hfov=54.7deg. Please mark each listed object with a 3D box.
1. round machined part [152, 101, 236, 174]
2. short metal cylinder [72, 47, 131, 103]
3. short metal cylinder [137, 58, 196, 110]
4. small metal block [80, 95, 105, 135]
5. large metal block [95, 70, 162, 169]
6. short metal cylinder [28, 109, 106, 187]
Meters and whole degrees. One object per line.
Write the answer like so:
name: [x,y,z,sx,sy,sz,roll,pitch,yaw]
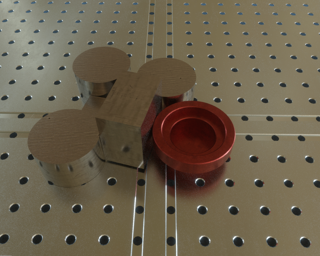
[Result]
round machined part: [0.040,0.015,0.384,0.099,0.042,0.098,0,50,0]
short metal cylinder: [-0.082,-0.074,0.453,0.080,0.050,0.080,0,50,0]
short metal cylinder: [0.009,-0.054,0.436,0.080,0.050,0.080,0,50,0]
small metal block: [-0.079,-0.014,0.418,0.050,0.025,0.050,12,51,9]
large metal block: [-0.033,-0.010,0.376,0.050,0.080,0.080,12,51,10]
short metal cylinder: [-0.108,0.023,0.371,0.080,0.050,0.080,0,50,0]
